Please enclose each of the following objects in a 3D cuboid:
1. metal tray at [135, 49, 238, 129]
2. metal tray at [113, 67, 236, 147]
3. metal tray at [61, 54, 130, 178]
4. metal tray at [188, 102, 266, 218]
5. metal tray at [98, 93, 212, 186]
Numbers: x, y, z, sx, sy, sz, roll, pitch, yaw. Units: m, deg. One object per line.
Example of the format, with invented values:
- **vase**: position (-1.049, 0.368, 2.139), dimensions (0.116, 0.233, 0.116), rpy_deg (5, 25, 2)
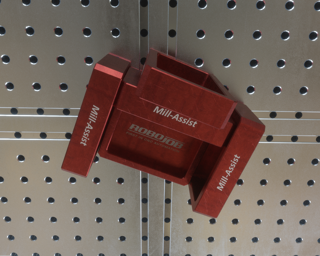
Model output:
- **metal tray**: position (0.024, -0.048, 0.339), dimensions (0.090, 0.130, 0.030), rpy_deg (21, 109, -8)
- **metal tray**: position (0.016, -0.028, 0.368), dimensions (0.131, 0.090, 0.030), rpy_deg (20, 109, -8)
- **metal tray**: position (-0.075, -0.018, 0.371), dimensions (0.030, 0.090, 0.129), rpy_deg (20, 109, -8)
- **metal tray**: position (0.077, 0.035, 0.391), dimensions (0.030, 0.090, 0.129), rpy_deg (21, 109, -7)
- **metal tray**: position (-0.006, 0.015, 0.415), dimensions (0.131, 0.030, 0.089), rpy_deg (21, 109, -8)
